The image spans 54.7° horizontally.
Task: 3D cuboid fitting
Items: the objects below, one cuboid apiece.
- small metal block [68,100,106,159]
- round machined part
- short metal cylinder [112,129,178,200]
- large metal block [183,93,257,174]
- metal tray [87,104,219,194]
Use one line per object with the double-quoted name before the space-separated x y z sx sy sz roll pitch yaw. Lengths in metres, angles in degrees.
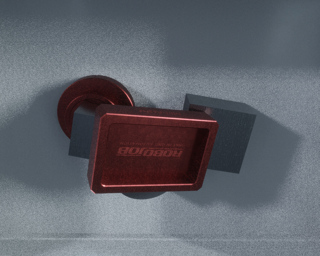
"small metal block" -0.082 0.001 0.350 0.025 0.050 0.050 12 110 -5
"round machined part" -0.081 -0.015 0.394 0.099 0.042 0.097 0 110 -1
"short metal cylinder" -0.021 0.046 0.400 0.081 0.050 0.079 -7 124 -10
"large metal block" 0.067 0.006 0.398 0.081 0.050 0.079 9 110 -4
"metal tray" -0.008 0.025 0.341 0.131 0.030 0.089 3 112 -22
